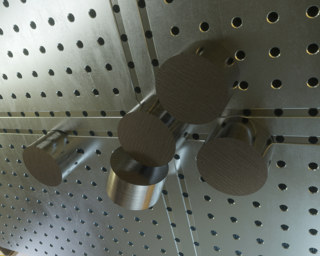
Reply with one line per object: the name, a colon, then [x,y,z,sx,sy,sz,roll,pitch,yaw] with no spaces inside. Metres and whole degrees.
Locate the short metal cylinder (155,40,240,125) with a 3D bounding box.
short metal cylinder: [0.042,-0.050,0.342,0.080,0.050,0.079,13,124,21]

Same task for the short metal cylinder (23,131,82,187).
short metal cylinder: [-0.181,0.052,0.523,0.080,0.050,0.079,13,124,21]

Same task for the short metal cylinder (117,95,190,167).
short metal cylinder: [-0.007,0.003,0.401,0.080,0.050,0.079,13,124,21]

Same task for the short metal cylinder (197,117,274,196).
short metal cylinder: [0.090,0.033,0.368,0.080,0.050,0.079,13,124,21]

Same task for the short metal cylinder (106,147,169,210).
short metal cylinder: [-0.033,0.067,0.434,0.080,0.080,0.050,25,127,13]
